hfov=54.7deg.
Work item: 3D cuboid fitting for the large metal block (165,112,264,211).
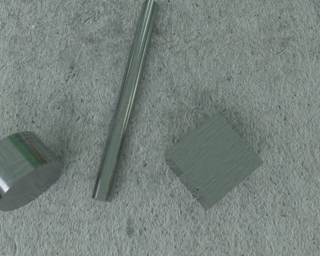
[{"bbox_3d":[0.063,0.042,0.380,0.080,0.050,0.080,-37,74,-13],"label":"large metal block"}]

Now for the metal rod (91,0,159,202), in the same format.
[{"bbox_3d":[-0.043,-0.050,0.426,0.025,0.025,0.299,10,70,4],"label":"metal rod"}]

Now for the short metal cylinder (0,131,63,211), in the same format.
[{"bbox_3d":[-0.162,0.050,0.360,0.080,0.080,0.050,-42,75,-14],"label":"short metal cylinder"}]
